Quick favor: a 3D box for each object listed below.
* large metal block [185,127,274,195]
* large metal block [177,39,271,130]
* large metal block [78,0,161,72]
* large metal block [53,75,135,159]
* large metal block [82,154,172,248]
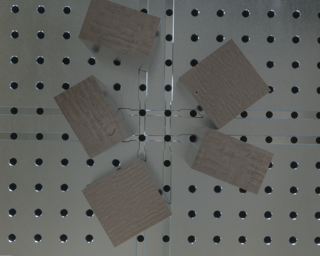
[{"bbox_3d":[0.081,0.037,0.387,0.080,0.080,0.050,22,90,-1],"label":"large metal block"},{"bbox_3d":[0.079,-0.054,0.402,0.080,0.050,0.080,-37,90,0],"label":"large metal block"},{"bbox_3d":[-0.045,-0.112,0.385,0.080,0.080,0.050,18,90,-1],"label":"large metal block"},{"bbox_3d":[-0.077,-0.013,0.385,0.050,0.080,0.080,-31,90,0],"label":"large metal block"},{"bbox_3d":[-0.040,0.091,0.400,0.080,0.050,0.080,-30,90,0],"label":"large metal block"}]
